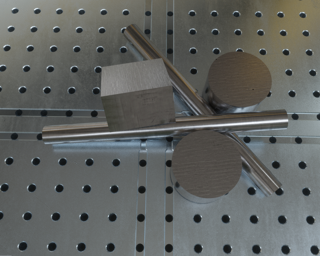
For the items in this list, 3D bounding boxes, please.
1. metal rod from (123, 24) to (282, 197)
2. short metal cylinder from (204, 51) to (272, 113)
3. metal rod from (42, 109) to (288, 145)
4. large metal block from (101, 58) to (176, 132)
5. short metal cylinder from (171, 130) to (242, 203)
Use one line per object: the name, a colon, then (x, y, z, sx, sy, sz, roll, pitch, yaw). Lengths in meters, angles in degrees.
metal rod: (0.048, -0.034, 0.421, 0.025, 0.025, 0.300, -36, 74, -12)
short metal cylinder: (0.101, -0.055, 0.416, 0.081, 0.050, 0.080, 0, 70, 0)
metal rod: (0.002, 0.000, 0.390, 0.302, 0.025, 0.025, -4, 70, 5)
large metal block: (-0.029, -0.044, 0.391, 0.081, 0.050, 0.080, -9, 36, -3)
short metal cylinder: (0.054, 0.048, 0.377, 0.081, 0.050, 0.080, 0, 70, 0)
